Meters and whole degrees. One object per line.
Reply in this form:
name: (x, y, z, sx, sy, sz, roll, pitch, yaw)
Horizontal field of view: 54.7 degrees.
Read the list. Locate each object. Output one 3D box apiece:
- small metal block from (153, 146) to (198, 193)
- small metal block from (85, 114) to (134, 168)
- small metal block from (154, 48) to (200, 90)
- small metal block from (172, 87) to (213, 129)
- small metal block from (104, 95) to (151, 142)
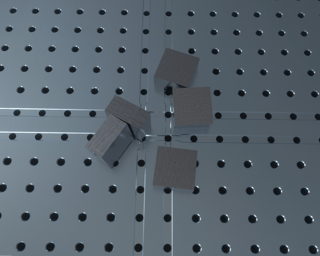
small metal block: (0.019, 0.053, 0.393, 0.050, 0.025, 0.050, 7, 70, 2)
small metal block: (-0.062, 0.018, 0.390, 0.025, 0.050, 0.050, 31, 74, 16)
small metal block: (0.024, -0.080, 0.441, 0.050, 0.025, 0.050, 19, 71, 6)
small metal block: (0.043, -0.027, 0.418, 0.050, 0.025, 0.050, -3, 80, -2)
small metal block: (-0.040, -0.012, 0.402, 0.050, 0.050, 0.025, 27, 72, 9)
